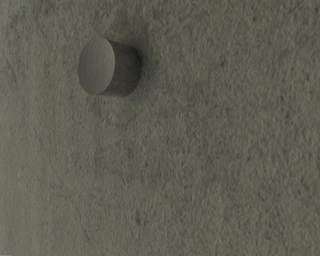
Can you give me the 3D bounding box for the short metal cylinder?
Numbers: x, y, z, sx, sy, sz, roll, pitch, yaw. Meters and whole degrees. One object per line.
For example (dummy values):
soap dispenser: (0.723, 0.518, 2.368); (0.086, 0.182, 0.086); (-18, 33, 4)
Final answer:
short metal cylinder: (-0.073, -0.086, 0.447); (0.080, 0.050, 0.079); (0, 90, 39)
